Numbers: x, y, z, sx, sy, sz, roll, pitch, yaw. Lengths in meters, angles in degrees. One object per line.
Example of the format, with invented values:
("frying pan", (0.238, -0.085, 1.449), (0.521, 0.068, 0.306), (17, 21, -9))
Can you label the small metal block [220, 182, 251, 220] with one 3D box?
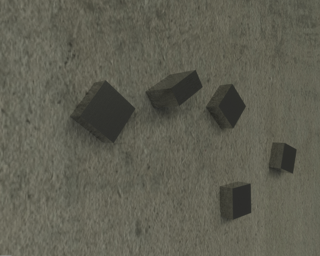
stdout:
("small metal block", (0.126, 0.119, 0.514), (0.050, 0.025, 0.050), (-3, 92, -40))

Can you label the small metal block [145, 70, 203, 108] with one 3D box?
("small metal block", (0.018, -0.051, 0.406), (0.050, 0.050, 0.025), (-40, 115, -33))

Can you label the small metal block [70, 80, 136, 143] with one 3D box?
("small metal block", (-0.064, -0.018, 0.353), (0.050, 0.025, 0.050), (44, 63, -31))

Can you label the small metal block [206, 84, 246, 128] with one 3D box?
("small metal block", (0.107, -0.034, 0.497), (0.050, 0.025, 0.050), (51, 60, -28))

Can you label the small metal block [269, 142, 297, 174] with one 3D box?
("small metal block", (0.243, 0.060, 0.613), (0.050, 0.025, 0.050), (22, 76, -38))
